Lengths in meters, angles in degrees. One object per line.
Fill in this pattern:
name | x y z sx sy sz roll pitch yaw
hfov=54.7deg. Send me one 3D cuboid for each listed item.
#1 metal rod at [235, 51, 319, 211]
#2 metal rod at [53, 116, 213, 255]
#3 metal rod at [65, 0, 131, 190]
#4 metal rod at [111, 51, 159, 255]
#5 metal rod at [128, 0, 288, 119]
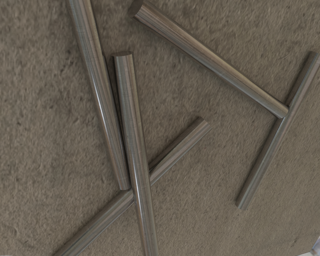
metal rod | 0.198 0.017 0.528 0.025 0.025 0.298 5 116 -31
metal rod | -0.043 0.096 0.443 0.300 0.025 0.025 -44 130 2
metal rod | -0.066 -0.044 0.344 0.025 0.025 0.298 -20 127 -17
metal rod | -0.027 0.053 0.400 0.025 0.025 0.298 -16 117 -20
metal rod | 0.085 -0.076 0.408 0.302 0.025 0.025 24 105 -37
